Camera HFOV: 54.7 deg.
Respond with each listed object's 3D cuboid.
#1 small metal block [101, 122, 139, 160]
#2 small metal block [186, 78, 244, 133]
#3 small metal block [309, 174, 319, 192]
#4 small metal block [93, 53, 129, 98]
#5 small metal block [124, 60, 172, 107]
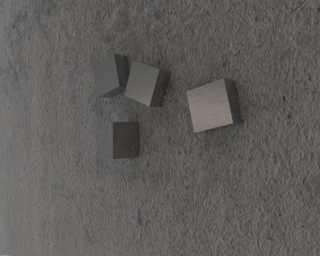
[{"bbox_3d":[-0.055,0.017,0.435,0.025,0.050,0.050,0,90,40],"label":"small metal block"},{"bbox_3d":[0.062,-0.024,0.354,0.050,0.025,0.050,-16,80,39],"label":"small metal block"},{"bbox_3d":[0.159,0.054,0.257,0.025,0.050,0.050,-52,60,28],"label":"small metal block"},{"bbox_3d":[-0.072,-0.077,0.464,0.050,0.025,0.050,-18,79,38],"label":"small metal block"},{"bbox_3d":[-0.017,-0.060,0.419,0.050,0.025,0.050,25,106,37],"label":"small metal block"}]
